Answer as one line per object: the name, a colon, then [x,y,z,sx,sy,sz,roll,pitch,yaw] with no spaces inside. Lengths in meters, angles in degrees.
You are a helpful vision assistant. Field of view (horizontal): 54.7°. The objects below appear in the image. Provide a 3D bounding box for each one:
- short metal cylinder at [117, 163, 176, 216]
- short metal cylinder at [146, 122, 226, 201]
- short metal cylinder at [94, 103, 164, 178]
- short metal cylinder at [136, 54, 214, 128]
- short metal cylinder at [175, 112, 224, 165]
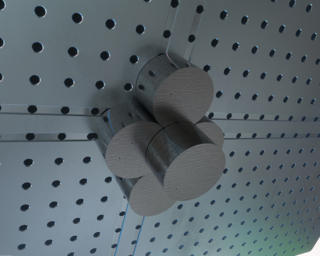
short metal cylinder: [-0.014,0.075,0.433,0.081,0.050,0.079,-13,122,-22]
short metal cylinder: [0.030,0.040,0.370,0.081,0.050,0.079,-14,124,-21]
short metal cylinder: [-0.036,0.015,0.385,0.081,0.050,0.079,-14,124,-21]
short metal cylinder: [0.018,-0.044,0.377,0.081,0.050,0.079,-14,125,-22]
short metal cylinder: [0.040,0.016,0.426,0.081,0.050,0.079,-14,124,-21]
